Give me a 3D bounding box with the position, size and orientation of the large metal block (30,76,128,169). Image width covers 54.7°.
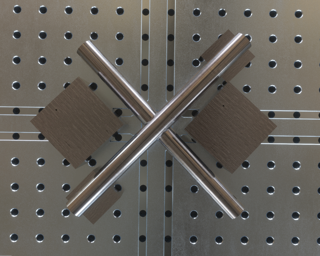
[{"bbox_3d":[-0.101,-0.006,0.400,0.080,0.050,0.080,-43,90,0],"label":"large metal block"}]

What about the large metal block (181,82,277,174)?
[{"bbox_3d":[0.086,0.000,0.401,0.080,0.050,0.080,43,90,0],"label":"large metal block"}]

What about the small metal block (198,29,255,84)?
[{"bbox_3d":[0.088,-0.093,0.414,0.050,0.025,0.050,-44,90,0],"label":"small metal block"}]

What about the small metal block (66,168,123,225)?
[{"bbox_3d":[-0.086,0.090,0.413,0.050,0.025,0.050,45,90,0],"label":"small metal block"}]

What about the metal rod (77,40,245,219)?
[{"bbox_3d":[0.001,0.002,0.412,0.025,0.025,0.300,-43,90,0],"label":"metal rod"}]

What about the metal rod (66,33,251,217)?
[{"bbox_3d":[-0.001,-0.004,0.388,0.300,0.025,0.025,-45,90,0],"label":"metal rod"}]
